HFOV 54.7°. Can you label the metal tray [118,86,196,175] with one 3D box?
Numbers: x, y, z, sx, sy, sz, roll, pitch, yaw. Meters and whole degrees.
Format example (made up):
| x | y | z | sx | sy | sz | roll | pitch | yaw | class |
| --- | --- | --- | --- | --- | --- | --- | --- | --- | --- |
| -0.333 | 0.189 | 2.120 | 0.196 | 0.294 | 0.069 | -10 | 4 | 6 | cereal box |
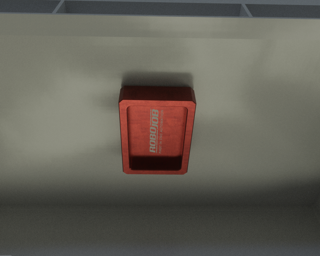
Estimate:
| x | y | z | sx | sy | sz | roll | pitch | yaw | class |
| --- | --- | --- | --- | --- | --- | --- | --- | --- | --- |
| -0.005 | 0.007 | 0.408 | 0.091 | 0.030 | 0.129 | 1 | 130 | -2 | metal tray |
